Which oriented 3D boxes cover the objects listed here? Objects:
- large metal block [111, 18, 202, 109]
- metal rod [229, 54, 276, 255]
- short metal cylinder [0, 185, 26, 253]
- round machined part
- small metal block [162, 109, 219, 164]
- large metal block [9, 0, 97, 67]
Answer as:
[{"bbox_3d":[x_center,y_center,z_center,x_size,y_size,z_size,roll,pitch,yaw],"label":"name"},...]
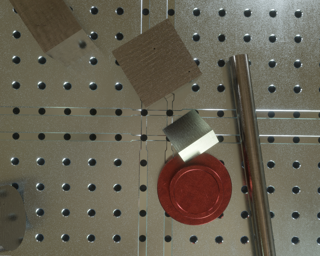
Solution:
[{"bbox_3d":[-0.004,-0.079,0.401,0.080,0.050,0.080,-31,90,0],"label":"large metal block"},{"bbox_3d":[0.125,0.052,0.414,0.025,0.025,0.298,-8,90,0],"label":"metal rod"},{"bbox_3d":[-0.210,0.115,0.384,0.050,0.080,0.080,-11,90,0],"label":"short metal cylinder"},{"bbox_3d":[0.045,0.079,0.405,0.099,0.042,0.097,0,90,0],"label":"round machined part"},{"bbox_3d":[0.039,0.010,0.399,0.050,0.050,0.025,-34,132,0],"label":"small metal block"},{"bbox_3d":[-0.130,-0.130,0.385,0.050,0.080,0.080,-34,90,0],"label":"large metal block"}]
